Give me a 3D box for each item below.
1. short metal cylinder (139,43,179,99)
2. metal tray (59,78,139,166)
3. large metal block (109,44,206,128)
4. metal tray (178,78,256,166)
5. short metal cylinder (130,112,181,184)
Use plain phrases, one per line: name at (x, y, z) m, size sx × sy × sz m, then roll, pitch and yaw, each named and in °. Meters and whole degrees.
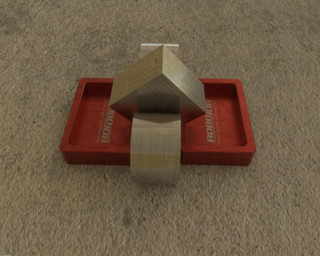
short metal cylinder at (0.000, -0.077, 0.434) m, size 0.050 × 0.080 × 0.080 m, roll 2°, pitch 50°, yaw 1°
metal tray at (-0.071, -0.013, 0.412) m, size 0.091 × 0.030 × 0.130 m, roll 1°, pitch 50°, yaw 1°
large metal block at (-0.002, -0.040, 0.376) m, size 0.080 × 0.080 × 0.050 m, roll -27°, pitch 43°, yaw 31°
metal tray at (0.069, -0.012, 0.413) m, size 0.091 × 0.030 × 0.130 m, roll 1°, pitch 50°, yaw 1°
short metal cylinder at (-0.004, 0.023, 0.350) m, size 0.050 × 0.080 × 0.080 m, roll 2°, pitch 50°, yaw 1°
